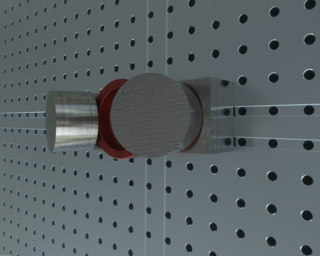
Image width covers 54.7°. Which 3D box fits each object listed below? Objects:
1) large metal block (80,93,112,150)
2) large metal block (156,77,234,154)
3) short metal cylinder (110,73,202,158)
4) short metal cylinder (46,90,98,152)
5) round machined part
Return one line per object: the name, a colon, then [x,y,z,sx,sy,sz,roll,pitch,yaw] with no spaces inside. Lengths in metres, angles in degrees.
large metal block: [-0.077,-0.010,0.457,0.080,0.050,0.080,1,91,40]
large metal block: [0.037,-0.013,0.362,0.080,0.050,0.080,-1,90,40]
short metal cylinder: [-0.002,-0.012,0.313,0.080,0.050,0.080,0,90,20]
short metal cylinder: [-0.118,-0.009,0.409,0.080,0.050,0.079,4,94,61]
round machined part: [-0.036,-0.011,0.390,0.098,0.042,0.097,0,90,40]
